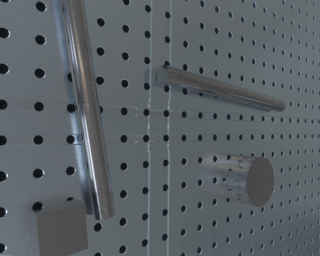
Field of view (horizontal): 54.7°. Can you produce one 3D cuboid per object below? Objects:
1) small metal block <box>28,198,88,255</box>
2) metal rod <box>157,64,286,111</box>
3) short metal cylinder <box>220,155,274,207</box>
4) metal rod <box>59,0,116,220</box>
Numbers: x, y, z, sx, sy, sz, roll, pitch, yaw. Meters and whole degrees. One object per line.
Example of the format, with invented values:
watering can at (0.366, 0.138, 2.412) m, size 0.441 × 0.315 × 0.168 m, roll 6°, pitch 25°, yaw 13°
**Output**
small metal block at (-0.105, 0.105, 0.322) m, size 0.050 × 0.025 × 0.050 m, roll -6°, pitch 94°, yaw -40°
metal rod at (0.119, -0.058, 0.509) m, size 0.302 × 0.025 × 0.025 m, roll 7°, pitch 86°, yaw -40°
short metal cylinder at (0.146, 0.086, 0.516) m, size 0.081 × 0.050 × 0.079 m, roll 0°, pitch 90°, yaw -40°
metal rod at (-0.082, -0.046, 0.340) m, size 0.025 × 0.025 × 0.298 m, roll -13°, pitch 98°, yaw -39°
